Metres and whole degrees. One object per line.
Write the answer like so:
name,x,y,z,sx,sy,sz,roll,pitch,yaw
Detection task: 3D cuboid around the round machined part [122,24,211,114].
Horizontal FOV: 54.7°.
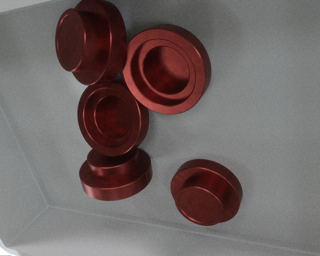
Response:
round machined part,0.010,-0.068,0.349,0.098,0.042,0.097,13,124,20

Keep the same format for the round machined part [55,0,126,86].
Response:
round machined part,-0.085,-0.098,0.353,0.098,0.042,0.097,8,101,46

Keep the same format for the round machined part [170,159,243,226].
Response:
round machined part,0.059,0.094,0.424,0.098,0.042,0.097,13,124,20

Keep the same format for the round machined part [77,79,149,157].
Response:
round machined part,-0.056,-0.015,0.403,0.098,0.042,0.097,5,101,27

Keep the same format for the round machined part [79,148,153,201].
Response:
round machined part,-0.061,0.051,0.423,0.098,0.098,0.042,8,122,24
